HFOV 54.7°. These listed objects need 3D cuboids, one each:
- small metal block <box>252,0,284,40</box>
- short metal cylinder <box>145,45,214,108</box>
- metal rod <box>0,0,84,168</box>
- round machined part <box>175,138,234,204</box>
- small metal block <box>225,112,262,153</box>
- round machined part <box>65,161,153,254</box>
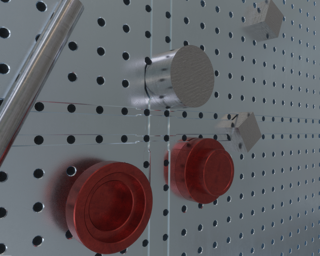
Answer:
[{"bbox_3d":[0.202,-0.201,0.578,0.050,0.025,0.050,30,71,-36],"label":"small metal block"},{"bbox_3d":[0.027,-0.066,0.415,0.081,0.050,0.080,0,90,-40],"label":"short metal cylinder"},{"bbox_3d":[-0.144,0.001,0.287,0.025,0.025,0.299,33,69,-35],"label":"metal rod"},{"bbox_3d":[0.072,0.064,0.459,0.099,0.042,0.097,0,90,-40],"label":"round machined part"},{"bbox_3d":[0.144,0.007,0.530,0.050,0.025,0.050,-40,114,-33],"label":"small metal block"},{"bbox_3d":[-0.059,0.085,0.348,0.099,0.042,0.097,0,90,-40],"label":"round machined part"}]
